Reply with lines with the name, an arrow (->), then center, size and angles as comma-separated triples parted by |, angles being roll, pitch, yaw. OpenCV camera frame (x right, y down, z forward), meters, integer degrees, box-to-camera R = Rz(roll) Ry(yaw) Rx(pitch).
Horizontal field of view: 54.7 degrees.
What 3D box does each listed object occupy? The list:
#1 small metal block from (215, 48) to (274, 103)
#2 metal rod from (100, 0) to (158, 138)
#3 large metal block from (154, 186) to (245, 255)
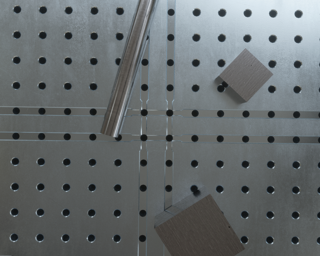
small metal block -> 0.112, -0.069, 0.414 | 0.050, 0.025, 0.050 | 43, 90, 0
metal rod -> -0.027, -0.134, 0.412 | 0.025, 0.025, 0.298 | 16, 90, 0
large metal block -> 0.048, 0.135, 0.401 | 0.080, 0.050, 0.080 | -32, 90, 0
